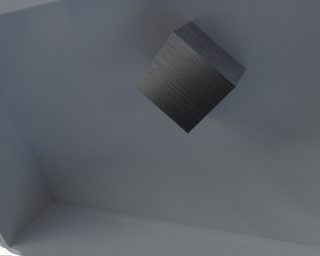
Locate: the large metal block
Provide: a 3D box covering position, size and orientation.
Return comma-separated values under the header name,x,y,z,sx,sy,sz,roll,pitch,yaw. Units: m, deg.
name,x,y,z,sx,sy,sz,roll,pitch,yaw
large metal block,0.032,-0.055,0.342,0.080,0.050,0.080,41,129,0
